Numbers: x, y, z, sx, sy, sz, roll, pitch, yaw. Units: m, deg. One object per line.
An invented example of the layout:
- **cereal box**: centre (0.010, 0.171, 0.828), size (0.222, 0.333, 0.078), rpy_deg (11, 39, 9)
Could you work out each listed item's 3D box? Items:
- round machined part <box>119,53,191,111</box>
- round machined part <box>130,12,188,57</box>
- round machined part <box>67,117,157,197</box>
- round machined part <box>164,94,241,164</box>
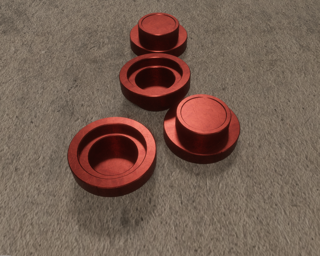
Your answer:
- **round machined part**: centre (-0.006, -0.062, 0.441), size (0.099, 0.042, 0.098), rpy_deg (-1, 47, 2)
- **round machined part**: centre (-0.002, -0.160, 0.527), size (0.099, 0.042, 0.098), rpy_deg (0, 50, 0)
- **round machined part**: centre (-0.053, 0.037, 0.360), size (0.099, 0.042, 0.098), rpy_deg (0, 50, 0)
- **round machined part**: centre (0.054, -0.006, 0.398), size (0.099, 0.042, 0.098), rpy_deg (0, 50, 0)
